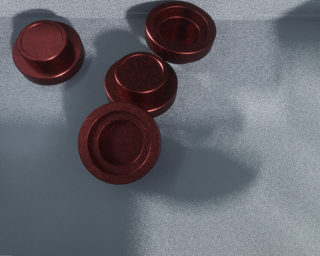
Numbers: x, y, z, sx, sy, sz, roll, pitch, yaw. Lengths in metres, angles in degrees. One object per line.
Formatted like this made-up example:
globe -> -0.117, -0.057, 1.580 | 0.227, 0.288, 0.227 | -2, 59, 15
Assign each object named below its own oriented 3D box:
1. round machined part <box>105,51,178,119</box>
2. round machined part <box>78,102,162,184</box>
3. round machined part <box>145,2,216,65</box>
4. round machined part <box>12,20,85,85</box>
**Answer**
round machined part -> -0.025, -0.063, 0.416 | 0.099, 0.042, 0.098 | 1, 61, -2
round machined part -> -0.047, 0.018, 0.384 | 0.099, 0.042, 0.097 | 0, 88, 5
round machined part -> 0.027, -0.130, 0.443 | 0.099, 0.042, 0.098 | 3, 62, -6
round machined part -> -0.161, -0.113, 0.441 | 0.099, 0.042, 0.098 | 0, 70, 0
